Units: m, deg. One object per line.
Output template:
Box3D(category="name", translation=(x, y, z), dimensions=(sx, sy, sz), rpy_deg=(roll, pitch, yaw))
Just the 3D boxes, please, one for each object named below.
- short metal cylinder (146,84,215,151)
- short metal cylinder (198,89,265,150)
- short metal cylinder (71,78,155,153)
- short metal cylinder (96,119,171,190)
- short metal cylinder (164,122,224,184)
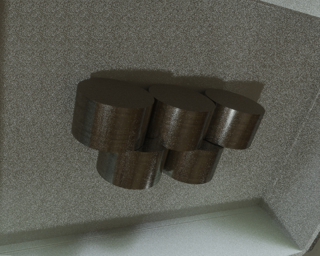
Box3D(category="short metal cylinder", translation=(0.020, -0.014, 0.373), dimensions=(0.081, 0.080, 0.050), rpy_deg=(1, 118, -29))
Box3D(category="short metal cylinder", translation=(0.091, -0.013, 0.412), dimensions=(0.081, 0.080, 0.050), rpy_deg=(2, 118, -29))
Box3D(category="short metal cylinder", translation=(-0.051, -0.016, 0.333), dimensions=(0.081, 0.080, 0.050), rpy_deg=(1, 118, -29))
Box3D(category="short metal cylinder", translation=(-0.032, 0.029, 0.371), dimensions=(0.081, 0.080, 0.050), rpy_deg=(1, 118, -29))
Box3D(category="short metal cylinder", translation=(0.040, 0.030, 0.411), dimensions=(0.081, 0.080, 0.050), rpy_deg=(1, 118, -29))
